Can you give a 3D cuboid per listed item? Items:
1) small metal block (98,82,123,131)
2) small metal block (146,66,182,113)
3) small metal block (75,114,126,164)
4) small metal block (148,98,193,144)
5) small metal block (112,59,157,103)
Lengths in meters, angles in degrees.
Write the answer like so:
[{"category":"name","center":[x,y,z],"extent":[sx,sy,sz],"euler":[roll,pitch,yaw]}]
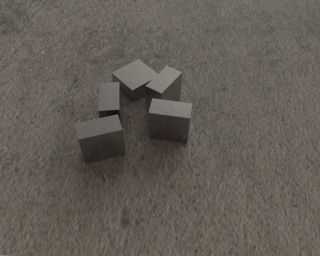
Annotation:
[{"category":"small metal block","center":[-0.064,-0.024,0.407],"extent":[0.025,0.050,0.050],"euler":[-4,50,-3]},{"category":"small metal block","center":[0.006,-0.049,0.428],"extent":[0.025,0.050,0.050],"euler":[28,55,21]},{"category":"small metal block","center":[-0.070,0.014,0.374],"extent":[0.050,0.050,0.025],"euler":[-13,52,-11]},{"category":"small metal block","center":[0.013,-0.008,0.394],"extent":[0.050,0.050,0.025],"euler":[8,51,6]},{"category":"small metal block","center":[-0.036,-0.071,0.463],"extent":[0.050,0.025,0.050],"euler":[-33,58,-25]}]
